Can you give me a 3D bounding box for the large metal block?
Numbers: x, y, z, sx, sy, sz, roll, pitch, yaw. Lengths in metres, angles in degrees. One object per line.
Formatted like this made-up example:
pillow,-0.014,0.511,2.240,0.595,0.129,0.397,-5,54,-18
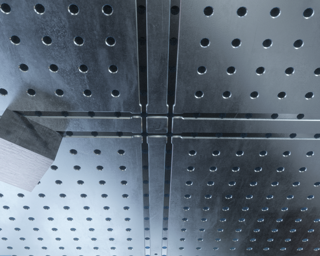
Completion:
large metal block,-0.191,0.033,0.421,0.080,0.050,0.080,29,124,-23
